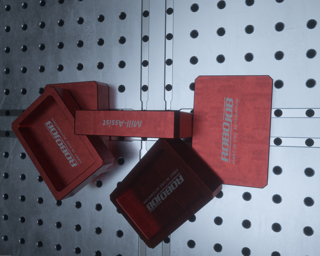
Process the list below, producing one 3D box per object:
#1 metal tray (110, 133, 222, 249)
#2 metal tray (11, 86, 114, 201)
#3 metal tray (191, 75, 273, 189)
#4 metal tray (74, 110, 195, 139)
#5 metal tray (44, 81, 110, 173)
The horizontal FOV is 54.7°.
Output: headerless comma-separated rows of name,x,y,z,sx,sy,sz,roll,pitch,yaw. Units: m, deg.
metal tray,0.002,0.081,0.388,0.090,0.030,0.129,48,121,13
metal tray,-0.134,0.020,0.422,0.090,0.030,0.130,-39,78,15
metal tray,0.087,0.003,0.378,0.090,0.030,0.129,3,91,19
metal tray,-0.027,-0.005,0.386,0.130,0.090,0.030,2,91,19
metal tray,-0.121,0.000,0.451,0.090,0.030,0.129,-1,90,20
